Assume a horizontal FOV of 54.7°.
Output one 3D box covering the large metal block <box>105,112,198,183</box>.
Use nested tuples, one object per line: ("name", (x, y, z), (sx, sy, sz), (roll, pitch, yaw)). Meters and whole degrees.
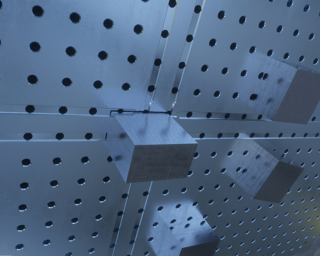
("large metal block", (-0.014, 0.021, 0.382), (0.081, 0.080, 0.050), (0, 118, -29))

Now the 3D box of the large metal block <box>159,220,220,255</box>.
("large metal block", (0.051, 0.220, 0.561), (0.081, 0.050, 0.079), (0, 118, -29))

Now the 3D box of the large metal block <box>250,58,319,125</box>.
("large metal block", (0.198, -0.054, 0.473), (0.081, 0.050, 0.079), (4, 117, -31))

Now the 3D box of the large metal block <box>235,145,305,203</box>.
("large metal block", (0.197, 0.085, 0.558), (0.081, 0.050, 0.080), (17, 109, -36))
